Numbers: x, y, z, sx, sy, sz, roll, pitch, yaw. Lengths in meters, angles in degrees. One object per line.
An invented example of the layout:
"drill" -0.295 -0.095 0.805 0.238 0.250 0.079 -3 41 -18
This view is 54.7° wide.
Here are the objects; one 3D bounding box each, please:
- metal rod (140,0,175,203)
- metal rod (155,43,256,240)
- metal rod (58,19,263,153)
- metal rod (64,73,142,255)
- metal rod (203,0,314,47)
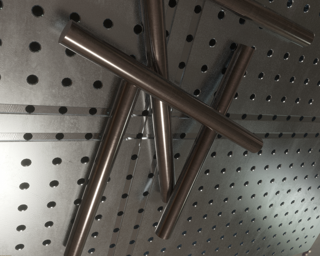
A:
"metal rod" 0.002 -0.014 0.405 0.025 0.025 0.298 -18 126 -18
"metal rod" 0.059 0.027 0.441 0.025 0.025 0.298 14 105 -34
"metal rod" 0.026 -0.032 0.367 0.301 0.025 0.025 27 104 -33
"metal rod" -0.077 0.057 0.405 0.025 0.025 0.298 8 114 -33
"metal rod" 0.086 -0.150 0.367 0.302 0.025 0.025 9 114 -33
